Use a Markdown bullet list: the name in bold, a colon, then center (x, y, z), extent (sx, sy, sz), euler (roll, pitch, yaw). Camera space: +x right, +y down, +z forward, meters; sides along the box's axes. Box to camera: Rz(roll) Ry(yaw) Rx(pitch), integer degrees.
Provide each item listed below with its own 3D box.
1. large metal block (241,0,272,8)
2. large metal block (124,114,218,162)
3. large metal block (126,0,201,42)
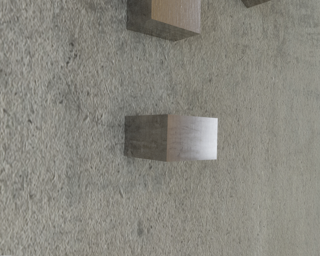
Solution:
- **large metal block**: center (0.158, -0.266, 0.520), extent (0.080, 0.050, 0.080), euler (35, 69, -35)
- **large metal block**: center (0.013, 0.011, 0.379), extent (0.081, 0.080, 0.050), euler (3, 89, -40)
- **large metal block**: center (0.006, -0.162, 0.393), extent (0.081, 0.050, 0.080), euler (1, 89, -40)
